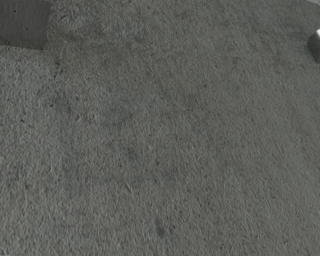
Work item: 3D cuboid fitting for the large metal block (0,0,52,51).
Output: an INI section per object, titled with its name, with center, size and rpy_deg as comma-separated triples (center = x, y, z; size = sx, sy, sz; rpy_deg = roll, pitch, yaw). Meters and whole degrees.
[large metal block]
center = -0.175, -0.141, 0.360
size = 0.081, 0.080, 0.050
rpy_deg = 2, 61, -27

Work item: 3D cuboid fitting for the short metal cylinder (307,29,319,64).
[short metal cylinder]
center = 0.378, -0.187, 0.686
size = 0.081, 0.080, 0.050
rpy_deg = -3, 63, -30
